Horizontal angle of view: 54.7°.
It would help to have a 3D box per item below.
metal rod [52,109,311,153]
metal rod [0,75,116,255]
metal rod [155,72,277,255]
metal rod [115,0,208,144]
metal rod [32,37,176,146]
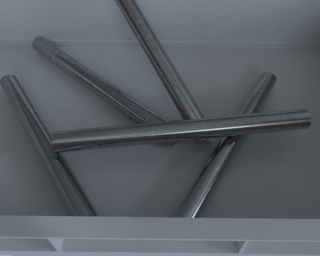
[{"bbox_3d":[0.028,0.003,0.370,0.302,0.025,0.025,-5,50,-3],"label":"metal rod"},{"bbox_3d":[-0.139,0.026,0.382,0.025,0.025,0.300,-28,55,-21],"label":"metal rod"},{"bbox_3d":[0.085,0.024,0.385,0.025,0.025,0.301,25,54,20],"label":"metal rod"},{"bbox_3d":[-0.013,-0.114,0.419,0.025,0.025,0.299,-26,81,-20],"label":"metal rod"},{"bbox_3d":[-0.092,-0.065,0.458,0.300,0.025,0.025,35,58,25],"label":"metal rod"}]
